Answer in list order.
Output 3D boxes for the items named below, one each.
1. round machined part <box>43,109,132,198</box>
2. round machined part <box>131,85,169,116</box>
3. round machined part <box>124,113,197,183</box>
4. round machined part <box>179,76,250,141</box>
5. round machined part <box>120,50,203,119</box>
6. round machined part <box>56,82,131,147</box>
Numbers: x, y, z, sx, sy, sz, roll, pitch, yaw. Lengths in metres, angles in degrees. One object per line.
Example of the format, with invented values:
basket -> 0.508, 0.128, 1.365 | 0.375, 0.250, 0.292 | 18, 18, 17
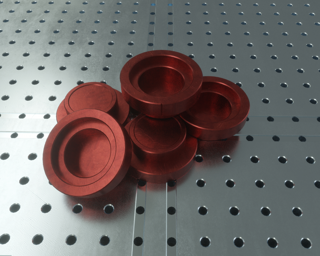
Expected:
round machined part -> -0.078, 0.030, 0.354 | 0.098, 0.042, 0.098 | -4, 72, 13
round machined part -> -0.003, -0.060, 0.447 | 0.099, 0.042, 0.098 | 0, 50, 0
round machined part -> -0.003, 0.015, 0.383 | 0.099, 0.042, 0.098 | 0, 50, 0
round machined part -> 0.066, -0.022, 0.415 | 0.099, 0.042, 0.098 | 0, 50, 0
round machined part -> 0.002, -0.050, 0.383 | 0.099, 0.042, 0.098 | 0, 50, 0
round machined part -> -0.090, -0.024, 0.417 | 0.099, 0.042, 0.098 | 0, 50, 0
